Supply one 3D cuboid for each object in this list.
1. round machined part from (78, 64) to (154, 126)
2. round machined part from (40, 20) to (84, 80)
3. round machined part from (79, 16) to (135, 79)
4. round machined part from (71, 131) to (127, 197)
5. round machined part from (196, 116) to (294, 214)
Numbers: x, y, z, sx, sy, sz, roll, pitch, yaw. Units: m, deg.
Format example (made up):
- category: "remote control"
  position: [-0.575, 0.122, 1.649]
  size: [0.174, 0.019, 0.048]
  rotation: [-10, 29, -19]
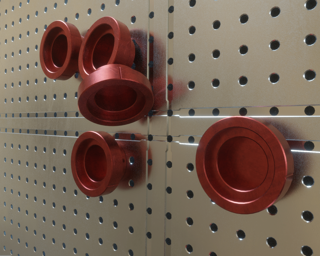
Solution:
- category: "round machined part"
  position: [-0.060, -0.047, 0.416]
  size: [0.098, 0.099, 0.042]
  rotation: [-38, 49, 34]
- category: "round machined part"
  position: [-0.163, -0.131, 0.534]
  size: [0.098, 0.042, 0.097]
  rotation: [0, 90, 40]
- category: "round machined part"
  position: [-0.074, -0.108, 0.454]
  size: [0.098, 0.042, 0.098]
  rotation: [-11, 73, 42]
- category: "round machined part"
  position: [-0.090, 0.053, 0.474]
  size: [0.098, 0.042, 0.097]
  rotation: [0, 90, 40]
- category: "round machined part"
  position: [0.090, 0.037, 0.325]
  size: [0.098, 0.042, 0.097]
  rotation: [0, 90, 40]
